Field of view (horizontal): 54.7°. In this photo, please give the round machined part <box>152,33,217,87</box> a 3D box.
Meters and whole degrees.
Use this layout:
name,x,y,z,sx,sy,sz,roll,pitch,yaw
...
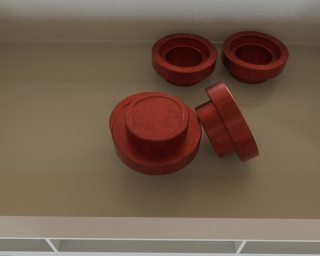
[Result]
name,x,y,z,sx,sy,sz,roll,pitch,yaw
round machined part,0.037,-0.102,0.480,0.099,0.042,0.098,0,50,0

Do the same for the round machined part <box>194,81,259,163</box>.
name,x,y,z,sx,sy,sz,roll,pitch,yaw
round machined part,0.075,-0.003,0.367,0.042,0.098,0.098,-27,51,9

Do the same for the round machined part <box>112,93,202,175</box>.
name,x,y,z,sx,sy,sz,roll,pitch,yaw
round machined part,-0.003,-0.001,0.340,0.099,0.042,0.098,0,50,0

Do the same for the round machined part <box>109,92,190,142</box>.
name,x,y,z,sx,sy,sz,roll,pitch,yaw
round machined part,-0.012,0.002,0.392,0.099,0.042,0.098,0,50,0

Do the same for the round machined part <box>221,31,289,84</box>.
name,x,y,z,sx,sy,sz,roll,pitch,yaw
round machined part,0.145,-0.106,0.485,0.099,0.042,0.098,0,50,0
